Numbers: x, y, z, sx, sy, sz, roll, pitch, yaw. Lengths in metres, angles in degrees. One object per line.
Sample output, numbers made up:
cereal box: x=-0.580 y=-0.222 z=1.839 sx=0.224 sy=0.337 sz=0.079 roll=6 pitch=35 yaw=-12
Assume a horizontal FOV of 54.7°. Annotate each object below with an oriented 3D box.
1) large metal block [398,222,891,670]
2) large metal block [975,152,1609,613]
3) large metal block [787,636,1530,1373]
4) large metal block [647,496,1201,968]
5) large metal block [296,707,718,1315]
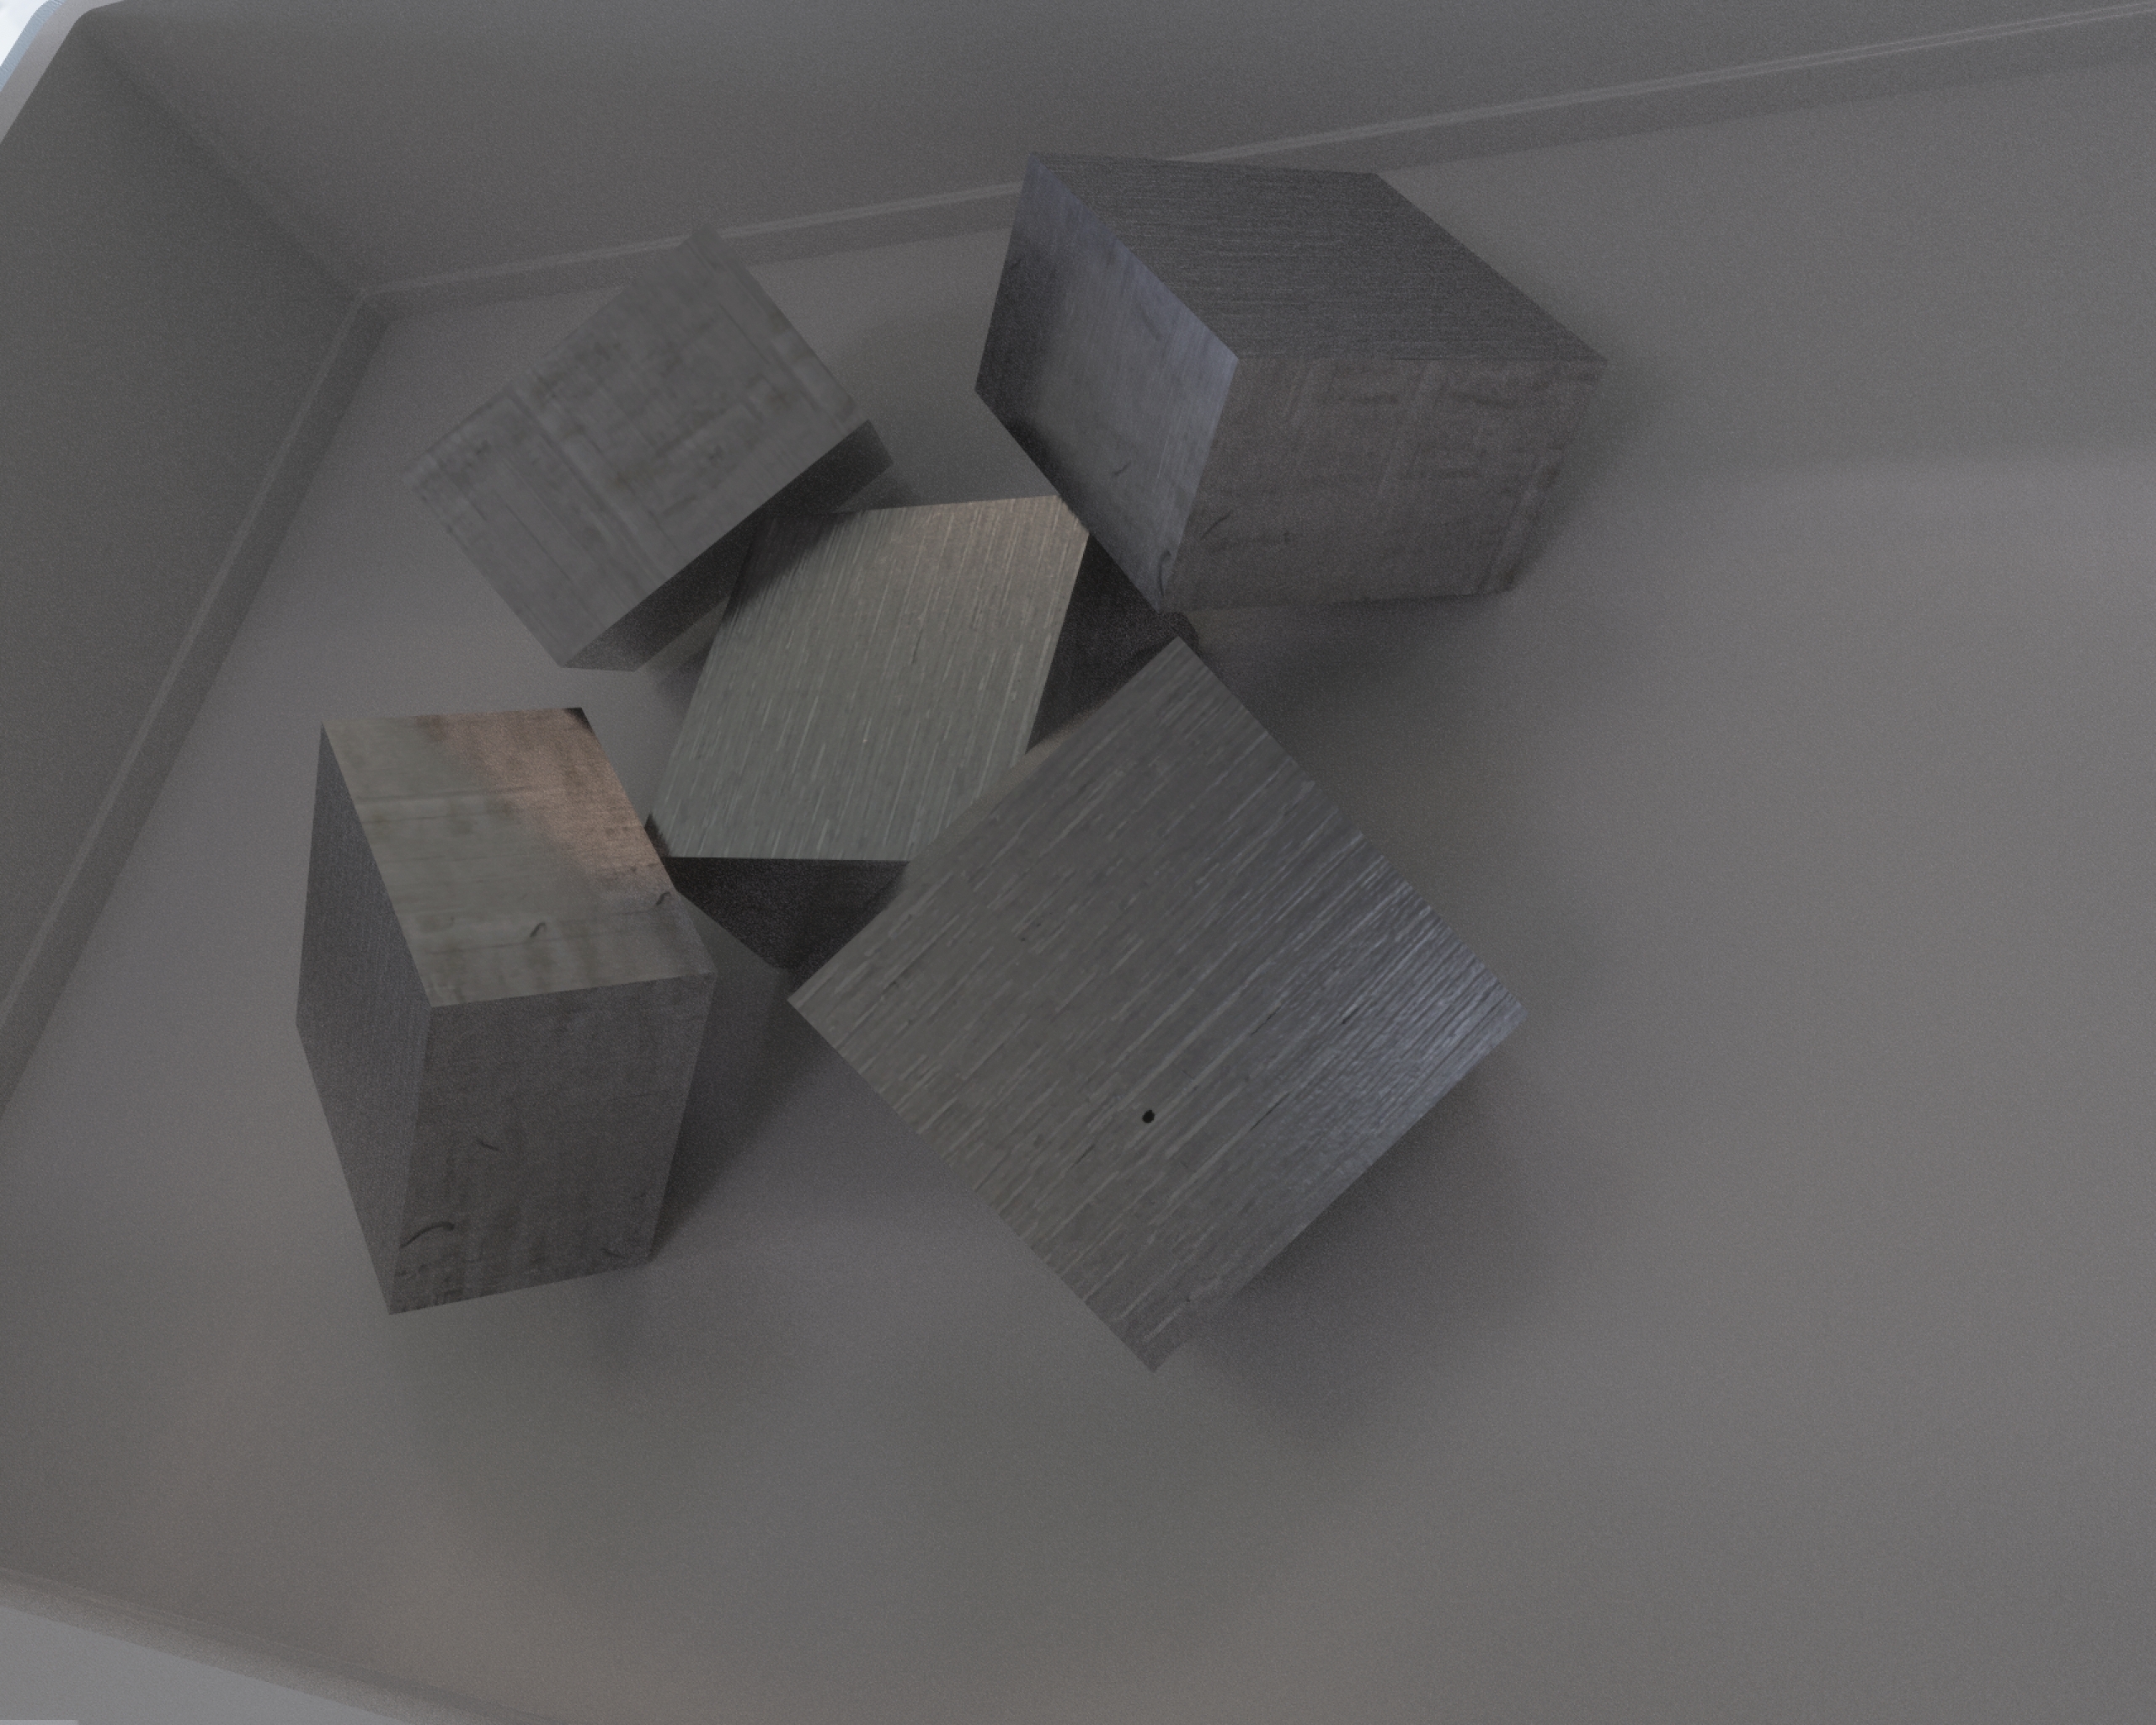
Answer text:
large metal block: x=-0.090 y=-0.087 z=0.459 sx=0.080 sy=0.080 sz=0.050 roll=-39 pitch=94 yaw=2
large metal block: x=0.038 y=-0.093 z=0.398 sx=0.081 sy=0.050 sz=0.080 roll=-7 pitch=43 yaw=-29
large metal block: x=0.011 y=0.021 z=0.341 sx=0.080 sy=0.050 sz=0.080 roll=-43 pitch=96 yaw=-3
large metal block: x=-0.030 y=-0.024 z=0.417 sx=0.080 sy=0.050 sz=0.080 roll=1 pitch=62 yaw=28
large metal block: x=-0.114 y=0.027 z=0.405 sx=0.080 sy=0.050 sz=0.079 roll=55 pitch=138 yaw=39
